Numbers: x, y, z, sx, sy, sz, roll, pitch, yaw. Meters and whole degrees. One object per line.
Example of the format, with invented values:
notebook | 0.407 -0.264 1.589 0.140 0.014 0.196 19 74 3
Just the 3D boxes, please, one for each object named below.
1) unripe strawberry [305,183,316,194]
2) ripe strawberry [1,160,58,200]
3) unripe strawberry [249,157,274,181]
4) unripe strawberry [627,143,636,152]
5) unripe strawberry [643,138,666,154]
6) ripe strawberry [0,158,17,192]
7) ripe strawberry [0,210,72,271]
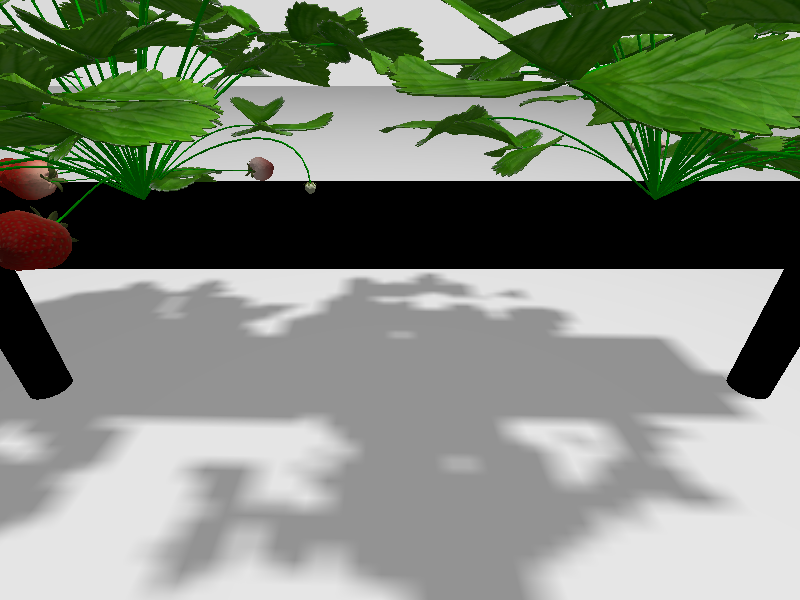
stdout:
unripe strawberry | -0.079 -0.099 0.354 0.010 0.010 0.009 -1 30 -2
ripe strawberry | -0.318 -0.103 0.343 0.038 0.032 0.038 -1 30 0
unripe strawberry | -0.142 -0.136 0.414 0.024 0.023 0.022 -24 37 -36
unripe strawberry | 0.295 -0.194 0.511 0.011 0.012 0.011 10 31 18
unripe strawberry | 0.326 -0.195 0.513 0.027 0.024 0.025 15 23 24
ripe strawberry | -0.353 -0.113 0.364 0.031 0.030 0.034 4 30 9
ripe strawberry | -0.203 -0.031 0.217 0.037 0.032 0.037 -4 31 -7
